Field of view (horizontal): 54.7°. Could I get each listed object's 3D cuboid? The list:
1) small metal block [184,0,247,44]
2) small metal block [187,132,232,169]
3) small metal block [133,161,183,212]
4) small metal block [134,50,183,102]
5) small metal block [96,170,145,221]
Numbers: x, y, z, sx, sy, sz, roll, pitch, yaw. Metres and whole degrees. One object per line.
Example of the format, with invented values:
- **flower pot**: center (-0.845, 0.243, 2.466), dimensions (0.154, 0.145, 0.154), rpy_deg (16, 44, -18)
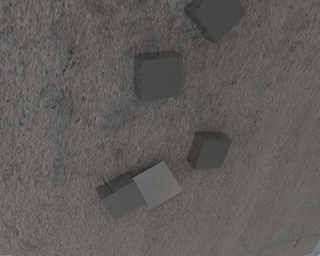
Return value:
- **small metal block**: center (0.065, -0.136, 0.358), dimensions (0.050, 0.025, 0.050), rpy_deg (-45, 129, 3)
- **small metal block**: center (0.074, 0.033, 0.468), dimensions (0.050, 0.025, 0.050), rpy_deg (1, 118, -29)
- **small metal block**: center (-0.003, 0.082, 0.436), dimensions (0.050, 0.050, 0.025), rpy_deg (-28, 159, -11)
- **small metal block**: center (-0.003, -0.062, 0.367), dimensions (0.050, 0.025, 0.050), rpy_deg (-12, 124, -22)
- **small metal block**: center (-0.054, 0.096, 0.436), dimensions (0.050, 0.025, 0.050), rpy_deg (-29, 128, -10)
